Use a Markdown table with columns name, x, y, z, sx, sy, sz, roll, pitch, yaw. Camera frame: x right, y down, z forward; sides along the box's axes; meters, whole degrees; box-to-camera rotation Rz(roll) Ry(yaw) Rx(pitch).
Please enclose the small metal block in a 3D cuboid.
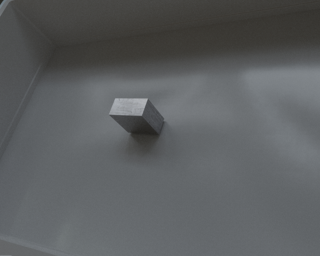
| name | x | y | z | sx | sy | sz | roll | pitch | yaw |
| --- | --- | --- | --- | --- | --- | --- | --- | --- | --- |
| small metal block | -0.030 | -0.015 | 0.409 | 0.050 | 0.050 | 0.025 | 3 | 63 | 29 |
